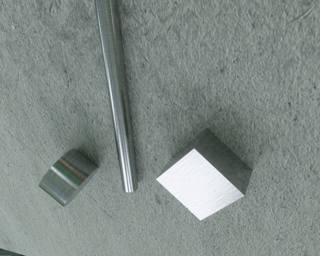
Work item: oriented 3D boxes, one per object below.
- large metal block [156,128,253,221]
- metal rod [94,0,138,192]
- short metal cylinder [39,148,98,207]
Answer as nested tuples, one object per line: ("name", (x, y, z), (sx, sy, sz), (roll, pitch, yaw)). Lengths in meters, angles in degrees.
("large metal block", (0.057, 0.060, 0.398), (0.080, 0.050, 0.080), (43, 129, -2))
("metal rod", (-0.055, -0.035, 0.413), (0.025, 0.025, 0.298), (10, 123, 22))
("short metal cylinder", (-0.145, 0.079, 0.497), (0.050, 0.080, 0.080), (40, 129, 1))
